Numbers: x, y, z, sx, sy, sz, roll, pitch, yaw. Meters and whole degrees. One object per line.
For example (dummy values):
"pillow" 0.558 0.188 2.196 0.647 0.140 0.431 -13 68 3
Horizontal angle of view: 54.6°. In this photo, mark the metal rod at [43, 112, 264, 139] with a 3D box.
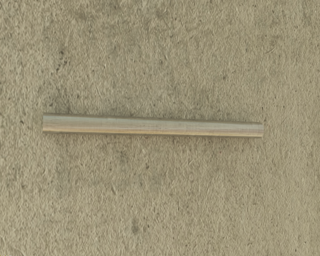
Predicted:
"metal rod" 0.006 -0.001 0.412 0.302 0.025 0.025 2 90 -20
